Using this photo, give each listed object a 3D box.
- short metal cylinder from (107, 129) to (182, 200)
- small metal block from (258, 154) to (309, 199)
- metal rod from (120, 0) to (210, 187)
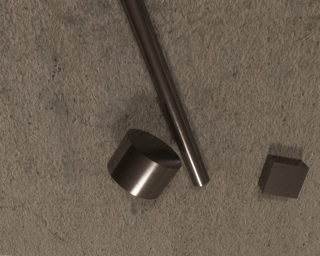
[{"bbox_3d":[-0.020,0.045,0.397,0.080,0.080,0.050,30,107,-11],"label":"short metal cylinder"},{"bbox_3d":[0.173,0.069,0.438,0.050,0.025,0.050,10,110,-4],"label":"small metal block"},{"bbox_3d":[0.005,-0.055,0.389,0.025,0.025,0.299,-20,109,7],"label":"metal rod"}]
